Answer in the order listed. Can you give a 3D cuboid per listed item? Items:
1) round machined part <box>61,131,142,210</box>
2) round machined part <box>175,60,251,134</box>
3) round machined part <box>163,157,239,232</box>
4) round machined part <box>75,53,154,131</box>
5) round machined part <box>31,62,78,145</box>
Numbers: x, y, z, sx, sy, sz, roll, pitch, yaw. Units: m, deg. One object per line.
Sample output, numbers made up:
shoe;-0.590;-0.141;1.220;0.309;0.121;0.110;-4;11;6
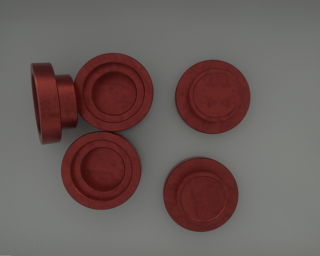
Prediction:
round machined part;-0.073;0.052;0.402;0.099;0.042;0.097;0;90;-1
round machined part;0.070;-0.041;0.404;0.099;0.042;0.097;0;90;-1
round machined part;0.054;0.088;0.404;0.099;0.042;0.097;0;90;-1
round machined part;-0.058;-0.044;0.400;0.099;0.042;0.097;0;87;-3
round machined part;-0.129;-0.031;0.378;0.042;0.098;0.097;-8;90;-25
